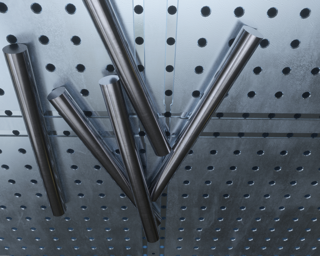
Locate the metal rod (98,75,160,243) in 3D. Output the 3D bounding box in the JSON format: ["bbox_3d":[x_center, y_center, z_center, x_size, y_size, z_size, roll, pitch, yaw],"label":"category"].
[{"bbox_3d":[-0.036,0.065,0.446,0.025,0.025,0.298,-7,124,6],"label":"metal rod"}]

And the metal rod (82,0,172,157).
[{"bbox_3d":[-0.042,-0.077,0.345,0.025,0.025,0.299,-14,129,11],"label":"metal rod"}]

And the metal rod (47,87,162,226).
[{"bbox_3d":[-0.067,0.062,0.463,0.025,0.025,0.299,-18,128,14],"label":"metal rod"}]

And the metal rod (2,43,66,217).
[{"bbox_3d":[-0.165,0.027,0.432,0.025,0.025,0.298,2,130,-2],"label":"metal rod"}]

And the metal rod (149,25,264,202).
[{"bbox_3d":[0.043,0.004,0.415,0.025,0.025,0.298,17,128,-14],"label":"metal rod"}]
